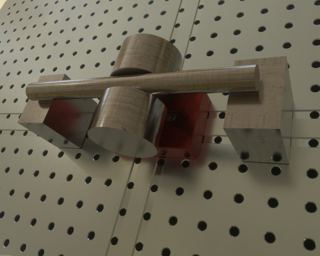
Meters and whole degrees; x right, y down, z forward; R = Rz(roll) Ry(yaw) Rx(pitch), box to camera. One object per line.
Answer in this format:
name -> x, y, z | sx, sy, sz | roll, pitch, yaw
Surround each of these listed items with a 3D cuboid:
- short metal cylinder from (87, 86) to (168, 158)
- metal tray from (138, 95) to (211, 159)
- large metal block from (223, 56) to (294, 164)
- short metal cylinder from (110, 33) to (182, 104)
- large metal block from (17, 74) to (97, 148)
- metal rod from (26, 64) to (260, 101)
short metal cylinder -> -0.036, -0.004, 0.356 | 0.080, 0.080, 0.050 | 1, 62, 28
metal tray -> -0.006, -0.010, 0.414 | 0.130, 0.030, 0.090 | 2, 62, 29
large metal block -> 0.107, -0.016, 0.325 | 0.050, 0.080, 0.080 | 1, 62, 29
short metal cylinder -> -0.017, -0.071, 0.387 | 0.080, 0.080, 0.050 | 1, 62, 28
large metal block -> -0.149, -0.023, 0.464 | 0.050, 0.080, 0.080 | 1, 62, 29
metal rod -> -0.043, -0.048, 0.357 | 0.300, 0.025, 0.025 | 1, 62, 28
